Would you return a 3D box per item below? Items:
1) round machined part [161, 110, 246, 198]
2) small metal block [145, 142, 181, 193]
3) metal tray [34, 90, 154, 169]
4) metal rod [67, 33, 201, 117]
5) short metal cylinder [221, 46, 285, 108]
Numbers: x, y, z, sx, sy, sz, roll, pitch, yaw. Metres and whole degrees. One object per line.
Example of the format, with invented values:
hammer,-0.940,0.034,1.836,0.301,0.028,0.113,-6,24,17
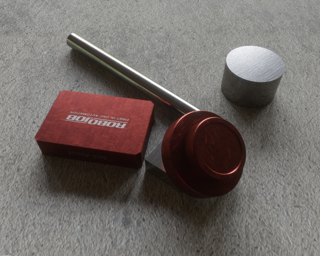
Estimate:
round machined part,0.055,0.026,0.341,0.099,0.042,0.098,9,70,-25
small metal block,0.018,0.040,0.370,0.050,0.025,0.050,30,56,22
metal tray,-0.079,-0.001,0.400,0.131,0.030,0.090,8,50,6
metal rod,-0.037,-0.073,0.463,0.300,0.025,0.025,35,58,25
short metal cylinder,0.133,-0.075,0.451,0.081,0.050,0.080,0,50,0
